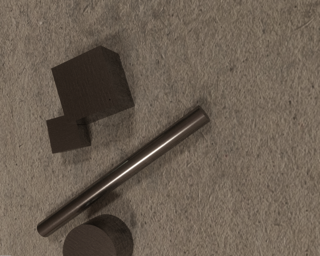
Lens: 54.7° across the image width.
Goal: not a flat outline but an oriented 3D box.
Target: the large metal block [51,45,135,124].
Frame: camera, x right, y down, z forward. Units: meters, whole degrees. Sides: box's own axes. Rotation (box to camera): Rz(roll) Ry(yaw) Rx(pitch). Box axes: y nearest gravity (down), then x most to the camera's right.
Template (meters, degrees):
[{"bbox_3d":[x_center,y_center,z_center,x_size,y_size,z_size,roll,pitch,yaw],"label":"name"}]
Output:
[{"bbox_3d":[-0.091,-0.056,0.427,0.080,0.050,0.080,-19,84,18],"label":"large metal block"}]

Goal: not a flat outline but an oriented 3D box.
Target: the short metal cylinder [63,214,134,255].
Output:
[{"bbox_3d":[-0.083,0.165,0.424,0.080,0.050,0.079,0,90,19],"label":"short metal cylinder"}]

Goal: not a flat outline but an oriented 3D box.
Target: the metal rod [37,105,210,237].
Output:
[{"bbox_3d":[-0.060,0.068,0.428,0.300,0.025,0.025,-37,79,16],"label":"metal rod"}]

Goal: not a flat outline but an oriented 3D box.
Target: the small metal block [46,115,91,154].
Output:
[{"bbox_3d":[-0.134,0.008,0.455,0.050,0.025,0.050,-13,86,19],"label":"small metal block"}]
